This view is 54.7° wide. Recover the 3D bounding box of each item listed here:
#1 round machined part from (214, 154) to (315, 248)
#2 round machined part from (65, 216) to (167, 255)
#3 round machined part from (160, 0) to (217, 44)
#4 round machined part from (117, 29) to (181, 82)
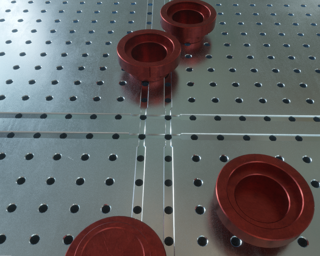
[{"bbox_3d":[0.107,0.079,0.331,0.099,0.042,0.098,0,50,0],"label":"round machined part"},{"bbox_3d":[-0.042,0.128,0.289,0.099,0.042,0.098,0,50,0],"label":"round machined part"},{"bbox_3d":[0.049,-0.189,0.556,0.099,0.042,0.098,0,50,0],"label":"round machined part"},{"bbox_3d":[-0.017,-0.111,0.489,0.099,0.042,0.098,0,50,0],"label":"round machined part"}]
